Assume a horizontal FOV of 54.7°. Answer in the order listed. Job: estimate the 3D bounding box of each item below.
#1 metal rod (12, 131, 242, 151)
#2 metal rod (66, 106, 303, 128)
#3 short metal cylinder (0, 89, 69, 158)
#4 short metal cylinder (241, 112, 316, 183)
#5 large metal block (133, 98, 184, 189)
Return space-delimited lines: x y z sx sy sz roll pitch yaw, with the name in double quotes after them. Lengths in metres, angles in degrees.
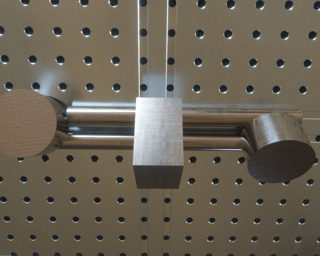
-0.043 0.017 0.419 0.302 0.025 0.025 1 110 -1 "metal rod"
0.032 -0.015 0.408 0.302 0.025 0.025 1 110 -1 "metal rod"
-0.160 -0.005 0.382 0.081 0.050 0.080 0 87 -1 "short metal cylinder"
0.148 0.026 0.397 0.081 0.050 0.079 0 132 0 "short metal cylinder"
-0.002 0.020 0.359 0.050 0.080 0.080 1 152 0 "large metal block"
